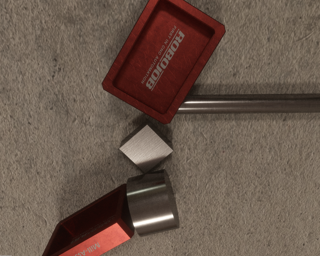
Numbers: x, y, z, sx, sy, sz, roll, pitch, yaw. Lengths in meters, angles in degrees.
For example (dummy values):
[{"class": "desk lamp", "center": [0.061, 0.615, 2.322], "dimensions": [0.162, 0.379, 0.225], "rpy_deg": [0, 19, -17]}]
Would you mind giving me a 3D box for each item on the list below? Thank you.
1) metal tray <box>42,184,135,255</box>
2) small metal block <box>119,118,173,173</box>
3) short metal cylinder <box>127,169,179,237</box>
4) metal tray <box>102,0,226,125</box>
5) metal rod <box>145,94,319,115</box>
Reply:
[{"class": "metal tray", "center": [-0.094, 0.139, 0.424], "dimensions": [0.130, 0.090, 0.030], "rpy_deg": [-32, 107, 10]}, {"class": "small metal block", "center": [-0.018, 0.024, 0.419], "dimensions": [0.050, 0.025, 0.050], "rpy_deg": [-41, 106, 13]}, {"class": "short metal cylinder", "center": [-0.008, 0.100, 0.417], "dimensions": [0.050, 0.080, 0.080], "rpy_deg": [-15, 110, 5]}, {"class": "metal tray", "center": [0.003, -0.081, 0.361], "dimensions": [0.090, 0.030, 0.129], "rpy_deg": [30, 97, -5]}, {"class": "metal rod", "center": [0.132, -0.031, 0.400], "dimensions": [0.302, 0.025, 0.025], "rpy_deg": [-1, 110, -1]}]
